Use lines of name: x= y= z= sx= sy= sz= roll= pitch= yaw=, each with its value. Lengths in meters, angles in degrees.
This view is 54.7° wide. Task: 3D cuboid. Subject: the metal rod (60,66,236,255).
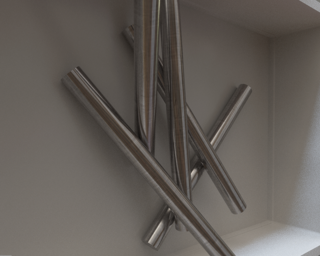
metal rod: x=-0.004 y=0.056 z=0.360 sx=0.300 sy=0.025 sz=0.025 roll=51 pitch=59 yaw=-12

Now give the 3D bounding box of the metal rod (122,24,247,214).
metal rod: x=0.040 y=-0.003 z=0.419 sx=0.025 sy=0.025 sz=0.299 roll=-42 pitch=109 yaw=-32

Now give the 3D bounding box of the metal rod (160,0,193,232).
metal rod: x=0.021 y=-0.018 z=0.382 sx=0.025 sy=0.025 sz=0.298 roll=-11 pitch=100 yaw=-40

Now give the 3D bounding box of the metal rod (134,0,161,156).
metal rod: x=-0.014 y=-0.077 z=0.313 sx=0.025 sy=0.025 sz=0.298 roll=-27 pitch=133 yaw=-37

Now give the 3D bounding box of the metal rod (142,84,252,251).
metal rod: x=0.067 y=0.042 z=0.464 sx=0.025 sy=0.025 sz=0.301 roll=52 pitch=60 yaw=-28
